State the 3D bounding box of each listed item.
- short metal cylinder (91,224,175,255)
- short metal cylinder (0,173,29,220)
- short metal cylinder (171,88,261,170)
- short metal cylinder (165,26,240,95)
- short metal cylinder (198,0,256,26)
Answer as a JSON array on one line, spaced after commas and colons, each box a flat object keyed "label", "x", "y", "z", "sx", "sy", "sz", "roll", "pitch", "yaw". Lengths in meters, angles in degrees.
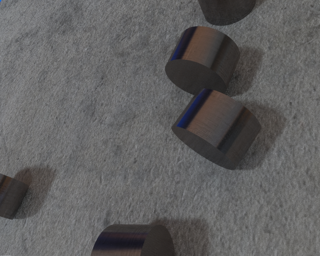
[{"label": "short metal cylinder", "x": -0.024, "y": 0.134, "z": 0.297, "sx": 0.050, "sy": 0.080, "sz": 0.080, "roll": -7, "pitch": 59, "yaw": 24}, {"label": "short metal cylinder", "x": -0.234, "y": 0.091, "z": 0.433, "sx": 0.080, "sy": 0.080, "sz": 0.050, "roll": 5, "pitch": 65, "yaw": 30}, {"label": "short metal cylinder", "x": 0.060, "y": 0.002, "z": 0.335, "sx": 0.080, "sy": 0.080, "sz": 0.050, "roll": 28, "pitch": 77, "yaw": 37}, {"label": "short metal cylinder", "x": 0.053, "y": -0.080, "z": 0.389, "sx": 0.080, "sy": 0.080, "sz": 0.050, "roll": 13, "pitch": 69, "yaw": 33}, {"label": "short metal cylinder", "x": 0.097, "y": -0.200, "z": 0.459, "sx": 0.080, "sy": 0.050, "sz": 0.080, "roll": -13, "pitch": 56, "yaw": 20}]
